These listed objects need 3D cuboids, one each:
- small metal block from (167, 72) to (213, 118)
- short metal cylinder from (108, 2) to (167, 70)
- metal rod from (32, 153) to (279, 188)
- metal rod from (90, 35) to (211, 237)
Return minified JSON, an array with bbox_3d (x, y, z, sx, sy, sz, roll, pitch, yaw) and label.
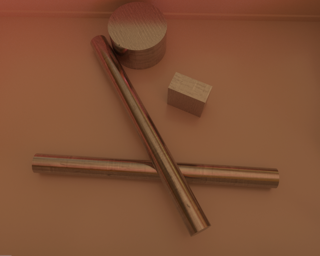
[{"bbox_3d":[0.038,-0.043,0.413,0.050,0.050,0.025,23,72,8],"label":"small metal block"},{"bbox_3d":[-0.031,-0.131,0.444,0.081,0.050,0.080,0,70,0],"label":"short metal cylinder"},{"bbox_3d":[-0.006,0.054,0.389,0.302,0.025,0.025,4,70,1],"label":"metal rod"},{"bbox_3d":[-0.023,-0.008,0.393,0.025,0.025,0.299,-25,65,-9],"label":"metal rod"}]
